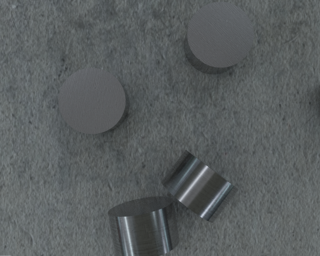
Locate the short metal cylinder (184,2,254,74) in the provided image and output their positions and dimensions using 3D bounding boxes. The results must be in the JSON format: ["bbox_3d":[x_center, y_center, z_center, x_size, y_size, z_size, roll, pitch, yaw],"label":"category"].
[{"bbox_3d":[0.073,-0.113,0.398,0.081,0.050,0.079,0,90,-1],"label":"short metal cylinder"}]

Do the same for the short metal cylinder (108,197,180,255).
[{"bbox_3d":[-0.020,0.121,0.382,0.080,0.080,0.050,-10,90,0],"label":"short metal cylinder"}]

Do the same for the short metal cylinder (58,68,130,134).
[{"bbox_3d":[-0.082,-0.033,0.396,0.081,0.050,0.079,0,90,-1],"label":"short metal cylinder"}]

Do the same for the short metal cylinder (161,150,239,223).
[{"bbox_3d":[0.049,0.071,0.383,0.080,0.080,0.050,37,90,-1],"label":"short metal cylinder"}]
